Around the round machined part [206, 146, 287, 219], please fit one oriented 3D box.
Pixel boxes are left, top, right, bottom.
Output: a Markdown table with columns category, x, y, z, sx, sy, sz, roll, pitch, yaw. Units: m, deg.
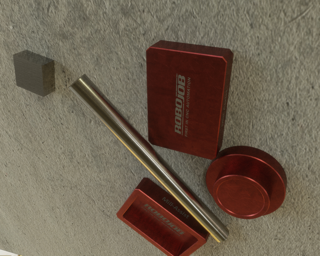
| category | x | y | z | sx | sy | sz | roll | pitch | yaw |
| --- | --- | --- | --- | --- | --- | --- | --- | --- | --- |
| round machined part | 0.104 | 0.074 | 0.386 | 0.098 | 0.042 | 0.097 | 13 | 124 | 20 |

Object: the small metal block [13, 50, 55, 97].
| category | x | y | z | sx | sy | sz | roll | pitch | yaw |
| --- | --- | --- | --- | --- | --- | --- | --- | --- | --- |
| small metal block | -0.182 | -0.080 | 0.451 | 0.050 | 0.025 | 0.050 | 22 | 127 | 14 |

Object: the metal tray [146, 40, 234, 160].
| category | x | y | z | sx | sy | sz | roll | pitch | yaw |
| --- | --- | --- | --- | --- | --- | --- | --- | --- | --- |
| metal tray | 0.032 | -0.031 | 0.366 | 0.090 | 0.030 | 0.129 | 13 | 124 | 20 |

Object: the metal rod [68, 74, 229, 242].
| category | x | y | z | sx | sy | sz | roll | pitch | yaw |
| --- | --- | --- | --- | --- | --- | --- | --- | --- | --- |
| metal rod | -0.002 | 0.051 | 0.406 | 0.025 | 0.025 | 0.300 | -26 | 115 | 37 |

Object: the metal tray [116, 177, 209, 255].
| category | x | y | z | sx | sy | sz | roll | pitch | yaw |
| --- | --- | --- | --- | --- | --- | --- | --- | --- | --- |
| metal tray | 0.004 | 0.148 | 0.491 | 0.130 | 0.030 | 0.089 | 37 | 129 | 3 |
